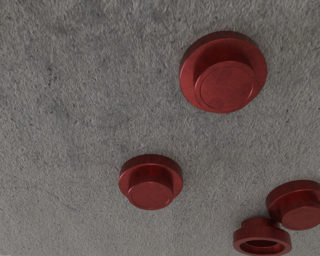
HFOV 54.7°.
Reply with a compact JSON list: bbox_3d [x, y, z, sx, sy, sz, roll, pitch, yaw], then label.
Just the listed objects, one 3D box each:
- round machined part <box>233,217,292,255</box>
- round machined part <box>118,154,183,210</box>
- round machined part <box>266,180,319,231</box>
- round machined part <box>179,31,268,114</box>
[{"bbox_3d":[0.180,0.193,0.553,0.099,0.042,0.097,5,141,4],"label":"round machined part"},{"bbox_3d":[-0.014,0.088,0.471,0.099,0.042,0.097,0,130,0],"label":"round machined part"},{"bbox_3d":[0.230,0.133,0.511,0.099,0.042,0.097,0,130,0],"label":"round machined part"},{"bbox_3d":[0.072,-0.055,0.350,0.099,0.042,0.097,0,130,0],"label":"round machined part"}]
